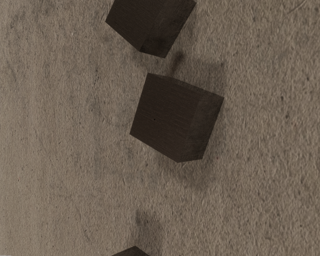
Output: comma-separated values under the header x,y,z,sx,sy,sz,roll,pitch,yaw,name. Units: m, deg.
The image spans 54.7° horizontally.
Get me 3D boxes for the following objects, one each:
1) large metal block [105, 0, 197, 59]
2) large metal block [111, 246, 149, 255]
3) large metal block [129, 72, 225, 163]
x,y,z,sx,sy,sz,roll,pitch,yaw,name
-0.014,-0.149,0.398,0.080,0.050,0.080,46,117,30,large metal block
-0.051,0.216,0.409,0.050,0.081,0.079,20,103,38,large metal block
0.018,-0.014,0.372,0.080,0.050,0.079,28,108,36,large metal block
